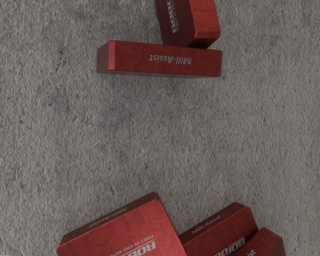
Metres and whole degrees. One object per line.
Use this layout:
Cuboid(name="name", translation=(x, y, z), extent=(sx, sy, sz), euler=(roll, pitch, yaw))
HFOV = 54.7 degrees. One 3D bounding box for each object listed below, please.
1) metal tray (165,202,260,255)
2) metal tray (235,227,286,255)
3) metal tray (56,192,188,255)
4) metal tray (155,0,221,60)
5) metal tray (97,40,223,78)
Cuboid(name="metal tray", translation=(0.082, 0.175, 0.437), extent=(0.131, 0.030, 0.090), euler=(-25, 98, -18))
Cuboid(name="metal tray", translation=(0.123, 0.213, 0.429), extent=(0.131, 0.030, 0.090), euler=(-37, 124, -21))
Cuboid(name="metal tray", translation=(-0.042, 0.146, 0.372), extent=(0.131, 0.030, 0.090), euler=(-26, 98, -3))
Cuboid(name="metal tray", translation=(0.026, -0.152, 0.372), extent=(0.030, 0.090, 0.129), euler=(-8, 83, -20))
Cuboid(name="metal tray", translation=(-0.004, -0.078, 0.371), extent=(0.131, 0.090, 0.030), euler=(0, 98, -20))
